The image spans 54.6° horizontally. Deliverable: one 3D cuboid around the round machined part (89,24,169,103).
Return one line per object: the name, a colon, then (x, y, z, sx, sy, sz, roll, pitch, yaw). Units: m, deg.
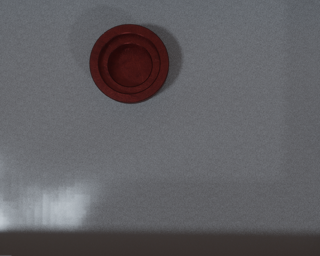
round machined part: (-0.038, -0.080, 0.403, 0.099, 0.042, 0.097, 0, 90, 0)
